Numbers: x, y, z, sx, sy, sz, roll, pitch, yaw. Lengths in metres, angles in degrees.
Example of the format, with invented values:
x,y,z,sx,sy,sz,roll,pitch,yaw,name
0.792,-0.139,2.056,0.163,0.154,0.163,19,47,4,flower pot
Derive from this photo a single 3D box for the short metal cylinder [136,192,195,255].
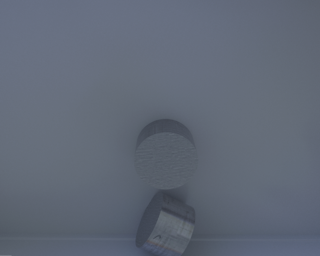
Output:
x,y,z,sx,sy,sz,roll,pitch,yaw,name
0.007,0.137,0.433,0.050,0.080,0.080,27,108,-10,short metal cylinder

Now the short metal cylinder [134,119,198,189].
x,y,z,sx,sy,sz,roll,pitch,yaw,name
0.008,0.034,0.411,0.081,0.050,0.079,0,110,-1,short metal cylinder
